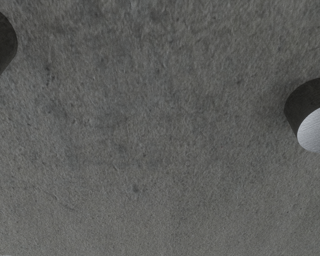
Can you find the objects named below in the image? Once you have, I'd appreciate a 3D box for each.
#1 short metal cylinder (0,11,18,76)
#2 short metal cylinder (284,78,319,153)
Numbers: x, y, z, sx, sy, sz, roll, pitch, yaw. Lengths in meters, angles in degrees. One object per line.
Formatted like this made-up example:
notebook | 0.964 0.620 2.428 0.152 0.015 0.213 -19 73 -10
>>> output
short metal cylinder | -0.196 -0.085 0.316 0.081 0.050 0.079 0 130 0
short metal cylinder | 0.202 -0.015 0.381 0.081 0.050 0.079 0 130 0
